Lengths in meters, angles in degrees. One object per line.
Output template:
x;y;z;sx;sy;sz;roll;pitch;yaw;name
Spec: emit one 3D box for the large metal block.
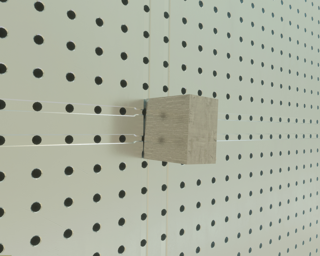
0.025;0.002;0.395;0.050;0.080;0.080;4;87;-40;large metal block
